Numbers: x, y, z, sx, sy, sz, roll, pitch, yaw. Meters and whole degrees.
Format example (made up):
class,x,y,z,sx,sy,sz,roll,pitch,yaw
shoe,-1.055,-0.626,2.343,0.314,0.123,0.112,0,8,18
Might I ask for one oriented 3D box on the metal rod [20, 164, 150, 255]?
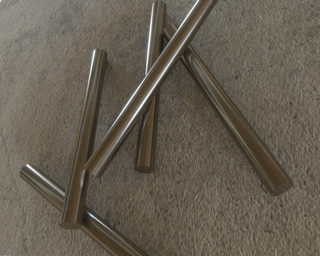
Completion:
class,x,y,z,sx,sy,sz,roll,pitch,yaw
metal rod,-0.086,0.114,0.377,0.300,0.025,0.025,24,74,36

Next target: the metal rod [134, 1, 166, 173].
class,x,y,z,sx,sy,sz,roll,pitch,yaw
metal rod,-0.010,-0.078,0.455,0.025,0.025,0.299,-10,57,23

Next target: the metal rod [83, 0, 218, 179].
class,x,y,z,sx,sy,sz,roll,pitch,yaw
metal rod,-0.005,-0.068,0.413,0.025,0.025,0.300,23,74,36

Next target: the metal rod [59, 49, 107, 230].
class,x,y,z,sx,sy,sz,roll,pitch,yaw
metal rod,-0.102,-0.008,0.442,0.025,0.025,0.300,-16,50,19

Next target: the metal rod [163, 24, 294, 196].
class,x,y,z,sx,sy,sz,roll,pitch,yaw
metal rod,0.068,-0.046,0.395,0.025,0.025,0.300,-32,52,7
